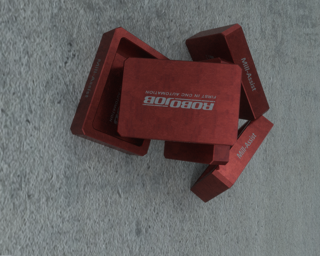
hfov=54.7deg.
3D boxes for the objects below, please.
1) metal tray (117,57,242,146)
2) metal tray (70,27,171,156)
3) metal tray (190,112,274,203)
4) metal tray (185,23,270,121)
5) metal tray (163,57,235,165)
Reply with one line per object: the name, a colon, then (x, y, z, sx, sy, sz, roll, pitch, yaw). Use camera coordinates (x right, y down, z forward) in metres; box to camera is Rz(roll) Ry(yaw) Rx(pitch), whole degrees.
metal tray: (0.022, -0.029, 0.353, 0.131, 0.030, 0.089, 5, 86, 4)
metal tray: (-0.041, -0.040, 0.370, 0.090, 0.030, 0.130, 25, 74, -37)
metal tray: (0.105, 0.043, 0.454, 0.030, 0.090, 0.131, 41, 60, 6)
metal tray: (0.095, -0.076, 0.443, 0.030, 0.090, 0.129, -35, 112, -19)
metal tray: (0.050, -0.020, 0.408, 0.030, 0.090, 0.129, 8, 85, -40)
